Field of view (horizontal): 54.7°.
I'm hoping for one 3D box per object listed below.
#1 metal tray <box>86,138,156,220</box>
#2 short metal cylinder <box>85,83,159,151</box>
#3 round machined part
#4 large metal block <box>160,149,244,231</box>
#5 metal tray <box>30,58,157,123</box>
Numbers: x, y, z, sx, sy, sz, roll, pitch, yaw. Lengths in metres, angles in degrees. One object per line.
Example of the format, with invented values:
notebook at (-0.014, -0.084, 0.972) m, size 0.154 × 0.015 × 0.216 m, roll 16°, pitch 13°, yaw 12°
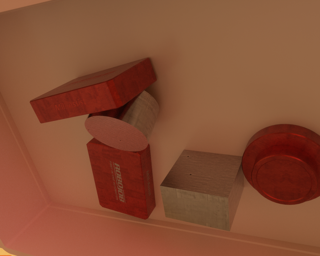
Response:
metal tray at (-0.058, 0.076, 0.481) m, size 0.090 × 0.030 × 0.129 m, roll 9°, pitch 123°, yaw 22°
short metal cylinder at (-0.046, -0.012, 0.388) m, size 0.080 × 0.050 × 0.080 m, roll 13°, pitch 150°, yaw 8°
round machined part at (0.142, 0.048, 0.352) m, size 0.098 × 0.042 × 0.097 m, roll 13°, pitch 124°, yaw 20°
large metal block at (0.056, 0.073, 0.388) m, size 0.080 × 0.080 × 0.050 m, roll 5°, pitch 121°, yaw 25°
metal tray at (-0.081, -0.046, 0.378) m, size 0.130 × 0.090 × 0.030 m, roll -8°, pitch 112°, yaw 31°
